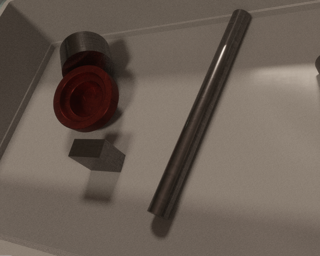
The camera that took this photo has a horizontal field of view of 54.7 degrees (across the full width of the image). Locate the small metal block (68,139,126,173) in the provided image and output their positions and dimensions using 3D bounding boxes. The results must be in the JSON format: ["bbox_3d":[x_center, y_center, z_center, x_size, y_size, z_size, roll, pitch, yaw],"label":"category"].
[{"bbox_3d":[-0.082,0.037,0.409,0.050,0.050,0.025,-1,62,27],"label":"small metal block"}]

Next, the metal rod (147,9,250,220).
[{"bbox_3d":[0.056,-0.031,0.394,0.025,0.025,0.300,12,68,33],"label":"metal rod"}]

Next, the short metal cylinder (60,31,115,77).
[{"bbox_3d":[-0.116,-0.106,0.494,0.080,0.080,0.050,-27,52,11],"label":"short metal cylinder"}]

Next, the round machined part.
[{"bbox_3d":[-0.105,-0.040,0.462,0.098,0.042,0.098,-5,74,19],"label":"round machined part"}]

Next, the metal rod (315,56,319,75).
[{"bbox_3d":[0.164,0.013,0.235,0.025,0.025,0.301,-13,32,21],"label":"metal rod"}]
